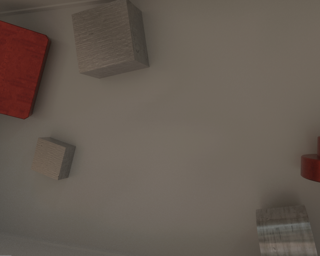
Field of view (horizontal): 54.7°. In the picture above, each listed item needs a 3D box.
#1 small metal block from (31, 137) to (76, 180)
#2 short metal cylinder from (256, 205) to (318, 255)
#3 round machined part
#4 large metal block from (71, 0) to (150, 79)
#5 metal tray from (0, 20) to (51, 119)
[{"bbox_3d":[-0.160,0.045,0.465,0.050,0.025,0.050,17,96,18],"label":"small metal block"},{"bbox_3d":[0.137,0.126,0.333,0.050,0.080,0.080,-12,86,19],"label":"short metal cylinder"},{"bbox_3d":[0.192,0.030,0.304,0.098,0.098,0.042,1,91,19],"label":"round machined part"},{"bbox_3d":[-0.066,-0.117,0.419,0.080,0.050,0.080,-9,87,19],"label":"large metal block"},{"bbox_3d":[-0.225,-0.087,0.462,0.091,0.030,0.129,15,96,-15],"label":"metal tray"}]
